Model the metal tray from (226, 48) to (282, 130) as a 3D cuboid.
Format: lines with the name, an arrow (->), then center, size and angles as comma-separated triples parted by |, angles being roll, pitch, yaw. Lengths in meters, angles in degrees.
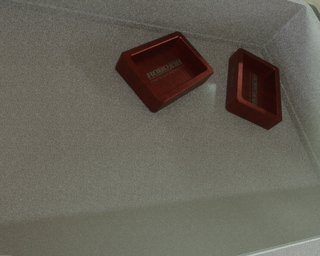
metal tray -> 0.163, -0.070, 0.535 | 0.090, 0.030, 0.130 | 23, 53, -14

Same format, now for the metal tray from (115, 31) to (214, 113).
metal tray -> 0.010, -0.088, 0.463 | 0.131, 0.030, 0.090 | -34, 81, -38
